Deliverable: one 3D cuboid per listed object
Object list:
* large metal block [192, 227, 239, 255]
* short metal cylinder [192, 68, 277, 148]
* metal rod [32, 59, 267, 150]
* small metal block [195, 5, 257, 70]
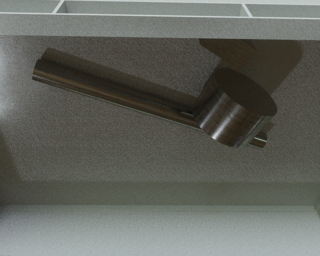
[{"bbox_3d":[0.110,0.251,0.591,0.050,0.080,0.080,-34,123,25],"label":"large metal block"},{"bbox_3d":[0.084,-0.024,0.354,0.081,0.080,0.050,20,127,-16],"label":"short metal cylinder"},{"bbox_3d":[0.000,-0.024,0.388,0.302,0.025,0.025,17,128,-15],"label":"metal rod"},{"bbox_3d":[0.066,-0.092,0.315,0.050,0.050,0.025,27,125,-21],"label":"small metal block"}]
